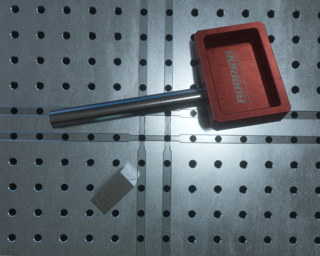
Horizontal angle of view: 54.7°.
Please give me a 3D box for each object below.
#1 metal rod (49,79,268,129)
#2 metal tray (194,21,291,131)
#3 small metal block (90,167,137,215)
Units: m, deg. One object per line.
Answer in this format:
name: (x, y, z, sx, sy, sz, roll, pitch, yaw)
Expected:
metal rod: (0.007, -0.035, 0.413, 0.302, 0.025, 0.025, -9, 90, -1)
metal tray: (0.099, -0.067, 0.390, 0.091, 0.030, 0.129, -9, 70, -1)
small metal block: (-0.058, 0.079, 0.400, 0.050, 0.050, 0.025, -43, 91, 0)
